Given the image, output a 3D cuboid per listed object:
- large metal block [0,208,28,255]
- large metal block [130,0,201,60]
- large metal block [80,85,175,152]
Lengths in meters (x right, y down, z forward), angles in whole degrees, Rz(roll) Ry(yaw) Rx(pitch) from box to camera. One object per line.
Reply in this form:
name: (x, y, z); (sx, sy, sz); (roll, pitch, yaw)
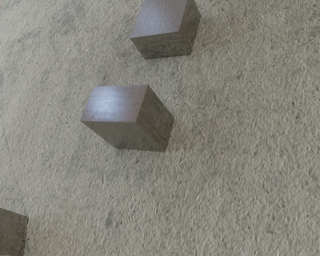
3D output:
large metal block: (-0.229, 0.161, 0.410); (0.080, 0.050, 0.080); (-20, 54, 16)
large metal block: (0.011, -0.157, 0.479); (0.080, 0.050, 0.080); (1, 62, 29)
large metal block: (-0.038, -0.011, 0.395); (0.080, 0.080, 0.050); (2, 63, 29)
